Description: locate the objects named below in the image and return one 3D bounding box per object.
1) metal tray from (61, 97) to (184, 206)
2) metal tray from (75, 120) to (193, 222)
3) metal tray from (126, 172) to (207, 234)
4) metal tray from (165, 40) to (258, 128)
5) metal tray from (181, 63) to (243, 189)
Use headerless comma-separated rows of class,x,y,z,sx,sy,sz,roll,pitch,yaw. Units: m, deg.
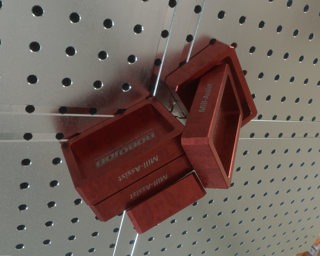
metal tray,-0.041,0.021,0.360,0.131,0.090,0.030,-29,129,-11
metal tray,-0.031,0.044,0.378,0.131,0.090,0.030,-29,129,-11
metal tray,0.000,0.092,0.410,0.090,0.130,0.030,-28,87,-10
metal tray,0.075,-0.041,0.424,0.090,0.030,0.130,-38,130,-3
metal tray,0.069,-0.004,0.375,0.090,0.030,0.130,61,37,-39
